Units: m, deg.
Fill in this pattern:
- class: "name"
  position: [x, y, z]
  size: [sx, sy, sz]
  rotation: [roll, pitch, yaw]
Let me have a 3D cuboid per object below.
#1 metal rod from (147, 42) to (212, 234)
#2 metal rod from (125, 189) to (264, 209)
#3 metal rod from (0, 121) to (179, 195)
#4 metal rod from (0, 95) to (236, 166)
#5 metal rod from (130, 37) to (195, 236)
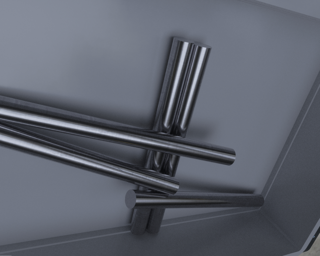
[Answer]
- class: "metal rod"
  position: [0.019, 0.031, 0.436]
  size: [0.025, 0.025, 0.298]
  rotation: [-1, 119, -28]
- class: "metal rod"
  position: [0.076, 0.116, 0.500]
  size: [0.302, 0.025, 0.025]
  rotation: [12, 113, -40]
- class: "metal rod"
  position: [-0.100, 0.032, 0.356]
  size: [0.302, 0.025, 0.025]
  rotation: [23, 106, -31]
- class: "metal rod"
  position: [-0.033, 0.010, 0.371]
  size: [0.302, 0.025, 0.025]
  rotation: [13, 112, -27]
- class: "metal rod"
  position: [-0.004, 0.029, 0.422]
  size: [0.025, 0.025, 0.298]
  rotation: [-1, 119, -28]
